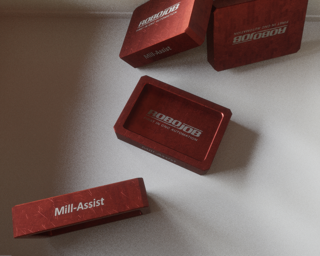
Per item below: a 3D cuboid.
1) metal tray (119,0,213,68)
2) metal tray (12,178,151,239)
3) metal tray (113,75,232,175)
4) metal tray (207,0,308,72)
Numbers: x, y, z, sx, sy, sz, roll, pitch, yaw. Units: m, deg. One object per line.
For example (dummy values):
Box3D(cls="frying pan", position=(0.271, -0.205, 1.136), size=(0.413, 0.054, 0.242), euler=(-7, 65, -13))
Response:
Box3D(cls="metal tray", position=(0.006, -0.138, 0.413), size=(0.130, 0.030, 0.090), euler=(-7, 62, 45))
Box3D(cls="metal tray", position=(-0.078, 0.091, 0.341), size=(0.131, 0.090, 0.030), euler=(-12, 71, -5))
Box3D(cls="metal tray", position=(0.017, -0.005, 0.408), size=(0.130, 0.030, 0.090), euler=(23, 71, 8))
Box3D(cls="metal tray", position=(0.131, -0.136, 0.425), size=(0.131, 0.089, 0.030), euler=(-15, 40, -6))
